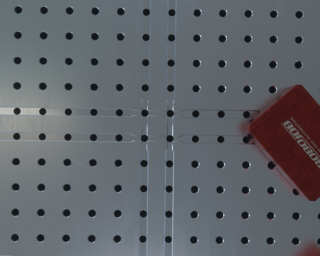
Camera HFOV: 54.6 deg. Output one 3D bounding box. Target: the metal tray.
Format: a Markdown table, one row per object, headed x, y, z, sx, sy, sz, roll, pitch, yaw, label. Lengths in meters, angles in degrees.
| x | y | z | sx | sy | sz | roll | pitch | yaw | label |
| --- | --- | --- | --- | --- | --- | --- | --- | --- | --- |
| 0.187 | 0.019 | 0.412 | 0.090 | 0.030 | 0.130 | -41 | 90 | 0 | metal tray |
